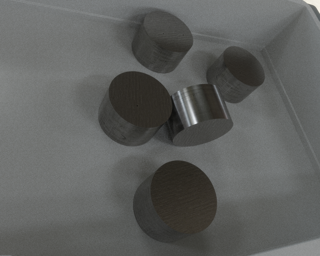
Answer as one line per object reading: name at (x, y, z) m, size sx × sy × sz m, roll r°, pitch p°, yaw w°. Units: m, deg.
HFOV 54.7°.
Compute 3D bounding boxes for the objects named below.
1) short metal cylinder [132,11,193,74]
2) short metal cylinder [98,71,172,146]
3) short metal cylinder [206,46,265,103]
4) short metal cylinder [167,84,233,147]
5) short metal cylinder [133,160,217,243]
short metal cylinder at (0.003, -0.131, 0.473) m, size 0.081 × 0.050 × 0.080 m, roll 14°, pitch 56°, yaw -21°
short metal cylinder at (-0.032, -0.024, 0.387) m, size 0.081 × 0.050 × 0.080 m, roll 13°, pitch 57°, yaw -20°
short metal cylinder at (0.124, -0.088, 0.513) m, size 0.081 × 0.050 × 0.080 m, roll 14°, pitch 56°, yaw -21°
short metal cylinder at (0.049, -0.015, 0.408) m, size 0.081 × 0.080 × 0.050 m, roll -2°, pitch 63°, yaw -29°
short metal cylinder at (0.016, 0.083, 0.349) m, size 0.081 × 0.050 × 0.080 m, roll 14°, pitch 56°, yaw -21°
